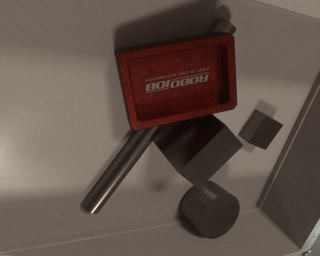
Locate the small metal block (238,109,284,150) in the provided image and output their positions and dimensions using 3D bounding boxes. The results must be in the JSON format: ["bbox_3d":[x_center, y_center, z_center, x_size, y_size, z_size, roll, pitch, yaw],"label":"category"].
[{"bbox_3d":[0.164,0.003,0.503,0.050,0.025,0.050,20,108,-36],"label":"small metal block"}]

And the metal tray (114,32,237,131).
[{"bbox_3d":[0.021,-0.055,0.358,0.131,0.030,0.089,-13,114,-9],"label":"metal tray"}]

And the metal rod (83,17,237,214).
[{"bbox_3d":[-0.006,-0.009,0.401,0.025,0.025,0.299,30,102,-38],"label":"metal rod"}]

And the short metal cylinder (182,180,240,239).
[{"bbox_3d":[0.084,0.135,0.515,0.081,0.050,0.079,-10,112,-27],"label":"short metal cylinder"}]

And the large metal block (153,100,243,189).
[{"bbox_3d":[0.047,0.019,0.412,0.080,0.080,0.050,-45,130,3],"label":"large metal block"}]
